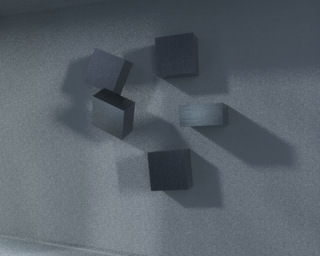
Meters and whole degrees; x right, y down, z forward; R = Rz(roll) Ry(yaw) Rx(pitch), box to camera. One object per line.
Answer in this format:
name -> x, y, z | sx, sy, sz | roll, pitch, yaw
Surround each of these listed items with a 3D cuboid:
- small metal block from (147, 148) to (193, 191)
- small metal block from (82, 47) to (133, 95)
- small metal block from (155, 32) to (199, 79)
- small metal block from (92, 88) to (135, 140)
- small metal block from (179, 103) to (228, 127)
small metal block -> 0.014, 0.054, 0.405 | 0.050, 0.025, 0.050 | -6, 88, 19
small metal block -> -0.073, -0.079, 0.435 | 0.050, 0.025, 0.050 | 25, 98, 18
small metal block -> 0.022, -0.092, 0.402 | 0.050, 0.025, 0.050 | -2, 89, 19
small metal block -> -0.064, -0.019, 0.419 | 0.050, 0.025, 0.050 | 26, 132, 17
small metal block -> 0.055, -0.015, 0.377 | 0.050, 0.050, 0.025 | -3, 89, 19
